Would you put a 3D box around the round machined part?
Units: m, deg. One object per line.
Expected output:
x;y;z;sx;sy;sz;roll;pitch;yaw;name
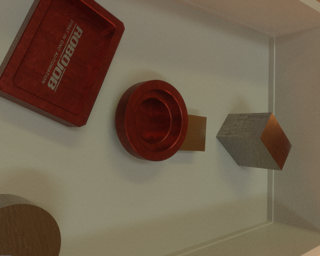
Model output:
-0.014;-0.009;0.385;0.099;0.042;0.097;0;90;-40;round machined part

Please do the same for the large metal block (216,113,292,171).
0.152;0.021;0.502;0.080;0.080;0.050;48;61;-30;large metal block

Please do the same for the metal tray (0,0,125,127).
-0.099;-0.076;0.320;0.090;0.030;0.130;30;71;-36;metal tray

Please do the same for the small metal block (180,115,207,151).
0.039;0.007;0.442;0.050;0.025;0.050;6;86;-40;small metal block

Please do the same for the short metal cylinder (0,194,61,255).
-0.138;0.103;0.276;0.081;0.050;0.079;0;90;-40;short metal cylinder
